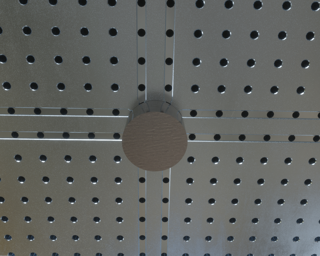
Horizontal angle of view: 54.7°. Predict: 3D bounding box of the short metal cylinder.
[{"bbox_3d":[-0.006,0.009,0.403,0.081,0.050,0.079,0,110,-1],"label":"short metal cylinder"}]
